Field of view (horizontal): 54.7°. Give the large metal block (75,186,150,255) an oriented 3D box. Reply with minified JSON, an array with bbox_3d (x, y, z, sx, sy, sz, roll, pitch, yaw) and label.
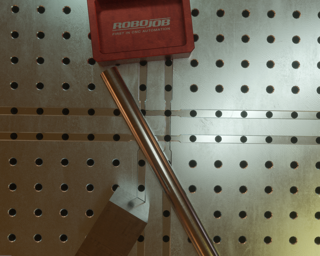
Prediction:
[{"bbox_3d":[-0.057,0.127,0.385,0.050,0.080,0.080,32,90,-1],"label":"large metal block"}]

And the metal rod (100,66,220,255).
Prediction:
[{"bbox_3d":[0.003,0.056,0.413,0.025,0.025,0.299,-29,90,0],"label":"metal rod"}]

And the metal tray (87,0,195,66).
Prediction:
[{"bbox_3d":[-0.025,-0.135,0.410,0.131,0.030,0.089,-6,90,-1],"label":"metal tray"}]
